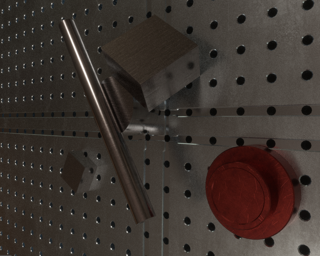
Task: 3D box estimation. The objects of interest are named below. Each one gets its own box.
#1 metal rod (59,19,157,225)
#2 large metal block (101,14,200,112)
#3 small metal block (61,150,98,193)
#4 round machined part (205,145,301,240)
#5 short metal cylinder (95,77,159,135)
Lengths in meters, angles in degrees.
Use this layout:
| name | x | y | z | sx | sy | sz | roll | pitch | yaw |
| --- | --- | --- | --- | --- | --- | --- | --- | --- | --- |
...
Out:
| name | x | y | z | sx | sy | sz | roll | pitch | yaw |
| --- | --- | --- | --- | --- | --- | --- | --- | --- | --- |
| metal rod | -0.075 | -0.022 | 0.404 | 0.025 | 0.025 | 0.299 | -38 | 67 | 33 |
| large metal block | -0.010 | -0.079 | 0.373 | 0.080 | 0.050 | 0.080 | -36 | 59 | -14 |
| small metal block | -0.136 | 0.073 | 0.519 | 0.050 | 0.025 | 0.050 | 35 | 111 | 34 |
| round machined part | 0.089 | 0.067 | 0.324 | 0.098 | 0.042 | 0.097 | 0 | 90 | 39 |
| short metal cylinder | -0.048 | -0.029 | 0.431 | 0.080 | 0.050 | 0.079 | 0 | 90 | 39 |
